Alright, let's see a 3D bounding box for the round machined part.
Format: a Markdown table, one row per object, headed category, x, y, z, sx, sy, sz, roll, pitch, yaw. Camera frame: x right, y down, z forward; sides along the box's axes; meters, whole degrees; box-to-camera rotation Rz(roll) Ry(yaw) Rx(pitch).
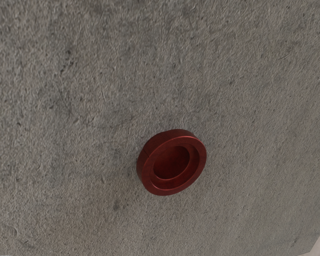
| category | x | y | z | sx | sy | sz | roll | pitch | yaw |
| --- | --- | --- | --- | --- | --- | --- | --- | --- | --- |
| round machined part | 0.012 | 0.043 | 0.432 | 0.099 | 0.042 | 0.097 | -14 | 125 | -21 |
